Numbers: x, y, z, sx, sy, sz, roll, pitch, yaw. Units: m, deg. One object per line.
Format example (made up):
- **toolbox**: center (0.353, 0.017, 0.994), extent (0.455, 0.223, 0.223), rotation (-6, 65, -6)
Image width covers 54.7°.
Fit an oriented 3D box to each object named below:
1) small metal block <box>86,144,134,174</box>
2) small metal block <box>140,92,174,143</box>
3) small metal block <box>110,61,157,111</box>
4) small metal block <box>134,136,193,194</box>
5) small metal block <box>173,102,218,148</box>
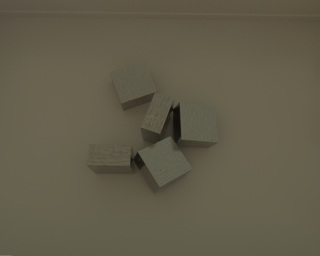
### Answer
- **small metal block**: center (-0.059, 0.039, 0.381), extent (0.050, 0.050, 0.025), rotation (1, 70, 1)
- **small metal block**: center (-0.003, -0.010, 0.400), extent (0.025, 0.050, 0.050), rotation (19, 71, 7)
- **small metal block**: center (-0.036, -0.058, 0.431), extent (0.050, 0.025, 0.050), rotation (-19, 71, -7)
- **small metal block**: center (0.003, 0.045, 0.385), extent (0.050, 0.025, 0.050), rotation (-24, 71, -28)
- **small metal block**: center (0.046, -0.003, 0.403), extent (0.050, 0.025, 0.050), rotation (5, 69, -18)
